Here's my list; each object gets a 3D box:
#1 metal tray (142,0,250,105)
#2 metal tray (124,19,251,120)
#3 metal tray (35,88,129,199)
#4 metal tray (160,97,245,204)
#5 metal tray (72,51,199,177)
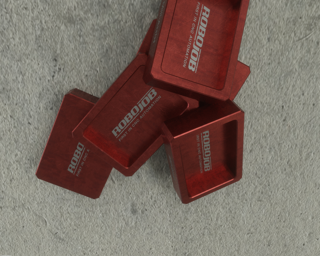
[{"bbox_3d":[0.041,-0.100,0.336,0.091,0.030,0.129,15,82,-17],"label":"metal tray"},{"bbox_3d":[0.032,-0.066,0.384,0.131,0.030,0.089,25,108,-10],"label":"metal tray"},{"bbox_3d":[-0.100,0.023,0.415,0.090,0.030,0.129,23,108,-9],"label":"metal tray"},{"bbox_3d":[0.056,0.033,0.385,0.091,0.030,0.129,-22,134,-10],"label":"metal tray"},{"bbox_3d":[-0.029,-0.015,0.371,0.090,0.030,0.130,40,105,-14],"label":"metal tray"}]
